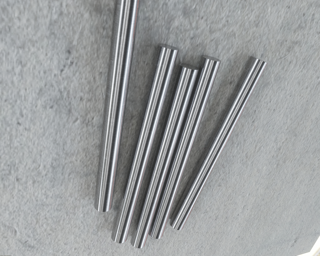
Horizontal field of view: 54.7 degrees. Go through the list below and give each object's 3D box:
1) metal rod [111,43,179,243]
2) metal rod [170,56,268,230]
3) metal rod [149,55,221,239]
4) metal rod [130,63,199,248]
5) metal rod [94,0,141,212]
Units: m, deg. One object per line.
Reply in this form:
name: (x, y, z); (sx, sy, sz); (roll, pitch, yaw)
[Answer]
metal rod: (-0.027, 0.037, 0.416); (0.025, 0.025, 0.298); (1, 118, -29)
metal rod: (0.082, 0.035, 0.475); (0.025, 0.025, 0.298); (9, 114, -33)
metal rod: (0.029, 0.043, 0.451); (0.025, 0.025, 0.298); (1, 118, -29)
metal rod: (0.000, 0.055, 0.442); (0.025, 0.025, 0.298); (1, 118, -29)
metal rod: (-0.053, -0.022, 0.364); (0.025, 0.025, 0.298); (-4, 120, -27)
